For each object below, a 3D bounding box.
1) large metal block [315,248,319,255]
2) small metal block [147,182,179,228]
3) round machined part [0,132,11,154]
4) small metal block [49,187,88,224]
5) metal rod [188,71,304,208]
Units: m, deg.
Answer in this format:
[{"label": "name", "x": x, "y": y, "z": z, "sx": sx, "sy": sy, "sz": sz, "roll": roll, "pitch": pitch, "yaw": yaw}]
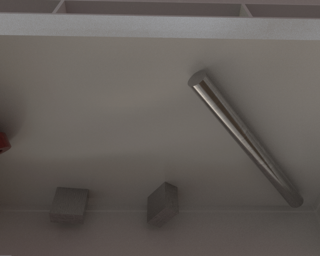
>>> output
[{"label": "large metal block", "x": 0.384, "y": 0.267, "z": 0.629, "sx": 0.080, "sy": 0.050, "sz": 0.080, "roll": 30, "pitch": 124, "yaw": -23}, {"label": "small metal block", "x": 0.004, "y": 0.123, "z": 0.498, "sx": 0.025, "sy": 0.050, "sz": 0.050, "roll": 28, "pitch": 124, "yaw": -22}, {"label": "round machined part", "x": -0.247, "y": 0.024, "z": 0.391, "sx": 0.098, "sy": 0.098, "sz": 0.042, "roll": -24, "pitch": 91, "yaw": 18}, {"label": "small metal block", "x": -0.144, "y": 0.124, "z": 0.496, "sx": 0.050, "sy": 0.050, "sz": 0.025, "roll": 5, "pitch": 130, "yaw": -5}, {"label": "metal rod", "x": 0.135, "y": 0.032, "z": 0.438, "sx": 0.025, "sy": 0.025, "sz": 0.300, "roll": -31, "pitch": 124, "yaw": 23}]
